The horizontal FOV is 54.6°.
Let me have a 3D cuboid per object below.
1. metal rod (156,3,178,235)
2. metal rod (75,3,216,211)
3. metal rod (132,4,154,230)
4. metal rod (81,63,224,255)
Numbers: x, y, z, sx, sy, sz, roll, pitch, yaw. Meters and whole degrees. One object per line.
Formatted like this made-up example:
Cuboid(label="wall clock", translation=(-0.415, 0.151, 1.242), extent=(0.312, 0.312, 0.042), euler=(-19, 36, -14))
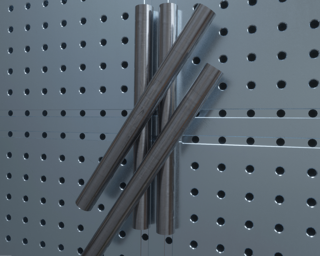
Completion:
Cuboid(label="metal rod", translation=(0.009, -0.012, 0.410), extent=(0.025, 0.025, 0.298), euler=(1, 90, 20))
Cuboid(label="metal rod", translation=(-0.024, -0.017, 0.396), extent=(0.025, 0.025, 0.299), euler=(36, 101, 16))
Cuboid(label="metal rod", translation=(-0.023, -0.014, 0.422), extent=(0.025, 0.025, 0.298), euler=(1, 90, 20))
Cuboid(label="metal rod", translation=(-0.015, 0.053, 0.392), extent=(0.025, 0.025, 0.299), euler=(36, 101, 16))
